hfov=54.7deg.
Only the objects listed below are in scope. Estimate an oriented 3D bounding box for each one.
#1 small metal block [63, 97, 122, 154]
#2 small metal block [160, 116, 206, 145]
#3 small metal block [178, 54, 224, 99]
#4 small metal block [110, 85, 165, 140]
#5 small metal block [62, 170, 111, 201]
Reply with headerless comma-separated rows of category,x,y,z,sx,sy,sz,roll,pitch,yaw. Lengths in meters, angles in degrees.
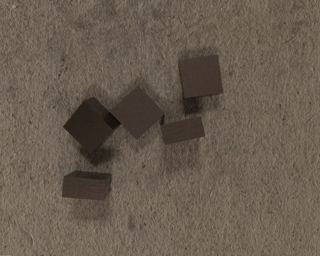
small metal block,-0.087,-0.003,0.399,0.050,0.025,0.050,45,115,-1
small metal block,0.027,0.003,0.398,0.050,0.050,0.025,-13,90,0
small metal block,0.053,-0.067,0.411,0.050,0.025,0.050,-8,90,-1
small metal block,-0.029,-0.020,0.410,0.050,0.025,0.050,-43,91,-1
small metal block,-0.092,0.073,0.396,0.050,0.050,0.025,5,90,-1
